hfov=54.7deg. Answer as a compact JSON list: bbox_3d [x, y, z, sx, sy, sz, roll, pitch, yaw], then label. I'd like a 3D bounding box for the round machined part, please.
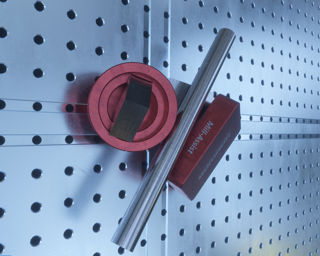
[{"bbox_3d":[-0.033,-0.023,0.355,0.099,0.042,0.097,-1,93,-15],"label":"round machined part"}]

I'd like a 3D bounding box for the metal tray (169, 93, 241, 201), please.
[{"bbox_3d":[0.061,0.029,0.415,0.130,0.030,0.090,-53,154,-11],"label":"metal tray"}]

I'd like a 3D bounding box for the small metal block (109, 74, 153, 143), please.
[{"bbox_3d":[-0.031,-0.022,0.332,0.025,0.050,0.050,21,37,-13],"label":"small metal block"}]

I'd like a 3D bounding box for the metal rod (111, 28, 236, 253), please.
[{"bbox_3d":[0.026,-0.003,0.368,0.025,0.025,0.300,42,64,-32],"label":"metal rod"}]

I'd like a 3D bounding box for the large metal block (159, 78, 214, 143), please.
[{"bbox_3d":[0.022,-0.015,0.413,0.081,0.050,0.080,12,83,-40],"label":"large metal block"}]
